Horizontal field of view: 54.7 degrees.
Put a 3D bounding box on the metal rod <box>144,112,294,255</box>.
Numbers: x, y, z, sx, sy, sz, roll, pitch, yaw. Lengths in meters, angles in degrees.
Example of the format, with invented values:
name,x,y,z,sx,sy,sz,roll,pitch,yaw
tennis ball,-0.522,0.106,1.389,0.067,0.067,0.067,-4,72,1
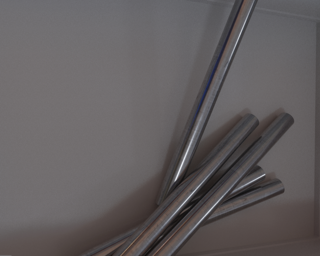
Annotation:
name,x,y,z,sx,sy,sz,roll,pitch,yaw
metal rod,0.093,0.070,0.414,0.302,0.025,0.025,-39,103,-27

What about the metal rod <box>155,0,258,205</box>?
name,x,y,z,sx,sy,sz,roll,pitch,yaw
metal rod,0.059,-0.036,0.391,0.025,0.025,0.298,18,99,-19

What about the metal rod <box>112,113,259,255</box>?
name,x,y,z,sx,sy,sz,roll,pitch,yaw
metal rod,0.036,0.077,0.392,0.301,0.025,0.025,-42,104,-27

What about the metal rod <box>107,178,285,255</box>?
name,x,y,z,sx,sy,sz,roll,pitch,yaw
metal rod,0.046,0.127,0.427,0.302,0.025,0.025,-15,96,-20

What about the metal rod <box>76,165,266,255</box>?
name,x,y,z,sx,sy,sz,roll,pitch,yaw
metal rod,0.019,0.115,0.400,0.302,0.025,0.025,-20,97,-25
